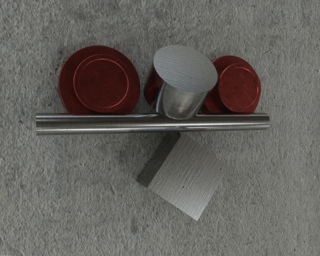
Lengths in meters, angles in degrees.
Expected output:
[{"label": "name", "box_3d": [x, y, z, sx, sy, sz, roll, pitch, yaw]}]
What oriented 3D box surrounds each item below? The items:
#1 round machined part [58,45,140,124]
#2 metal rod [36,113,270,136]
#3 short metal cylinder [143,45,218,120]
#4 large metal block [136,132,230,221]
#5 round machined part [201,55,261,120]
[{"label": "round machined part", "box_3d": [-0.071, -0.051, 0.374, 0.099, 0.042, 0.097, 0, 90, -20]}, {"label": "metal rod", "box_3d": [0.007, -0.007, 0.390, 0.303, 0.025, 0.025, -1, 91, -20]}, {"label": "short metal cylinder", "box_3d": [0.024, -0.057, 0.386, 0.081, 0.050, 0.080, 10, 52, -13]}, {"label": "large metal block", "box_3d": [0.029, 0.060, 0.406, 0.080, 0.050, 0.080, 37, 78, -17]}, {"label": "round machined part", "box_3d": [0.102, -0.054, 0.439, 0.099, 0.042, 0.097, 0, 90, -20]}]
